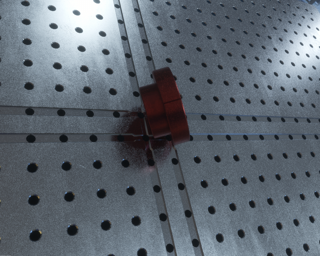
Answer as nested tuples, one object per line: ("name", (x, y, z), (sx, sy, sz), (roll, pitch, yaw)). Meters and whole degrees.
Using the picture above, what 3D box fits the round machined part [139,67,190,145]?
("round machined part", (0.003, -0.024, 0.391), (0.042, 0.098, 0.098), (-16, 67, -1))
